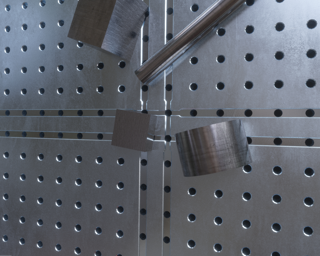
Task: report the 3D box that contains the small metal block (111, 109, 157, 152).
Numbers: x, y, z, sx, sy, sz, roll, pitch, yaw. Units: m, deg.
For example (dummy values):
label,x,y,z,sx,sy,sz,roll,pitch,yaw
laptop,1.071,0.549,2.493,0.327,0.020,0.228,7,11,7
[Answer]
label,x,y,z,sx,sy,sz,roll,pitch,yaw
small metal block,-0.035,0.003,0.424,0.050,0.025,0.050,10,93,19

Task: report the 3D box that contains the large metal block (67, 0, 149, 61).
label,x,y,z,sx,sy,sz,roll,pitch,yaw
large metal block,-0.065,-0.141,0.405,0.050,0.080,0.080,22,97,18

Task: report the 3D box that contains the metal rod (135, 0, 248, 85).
label,x,y,z,sx,sy,sz,roll,pitch,yaw
metal rod,0.088,-0.157,0.381,0.300,0.025,0.025,-38,78,15

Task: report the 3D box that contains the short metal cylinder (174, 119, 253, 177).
label,x,y,z,sx,sy,sz,roll,pitch,yaw
short metal cylinder,0.061,0.023,0.361,0.080,0.080,0.050,-14,86,19
